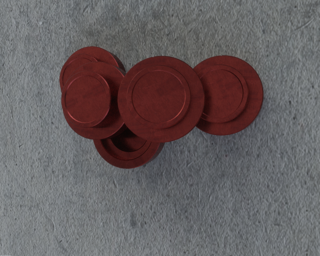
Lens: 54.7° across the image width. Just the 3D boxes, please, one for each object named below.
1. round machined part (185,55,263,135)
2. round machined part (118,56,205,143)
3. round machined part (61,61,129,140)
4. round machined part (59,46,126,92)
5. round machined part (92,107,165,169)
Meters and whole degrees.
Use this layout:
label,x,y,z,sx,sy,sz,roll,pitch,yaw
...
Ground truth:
label,x,y,z,sx,sy,sz,roll,pitch,yaw
round machined part,0.073,-0.040,0.374,0.098,0.042,0.097,0,90,19
round machined part,0.001,-0.033,0.345,0.099,0.042,0.097,0,89,6
round machined part,-0.081,-0.034,0.384,0.098,0.042,0.097,0,90,19
round machined part,-0.100,-0.066,0.434,0.098,0.042,0.097,0,90,19
round machined part,-0.037,0.003,0.413,0.098,0.042,0.097,0,90,19
